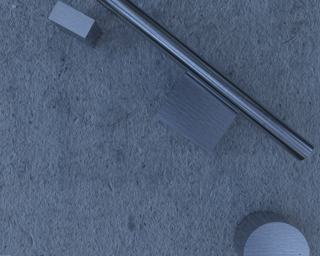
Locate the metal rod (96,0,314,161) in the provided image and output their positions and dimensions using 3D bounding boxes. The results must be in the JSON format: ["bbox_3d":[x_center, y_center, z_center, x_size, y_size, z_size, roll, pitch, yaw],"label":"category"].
[{"bbox_3d":[0.052,-0.064,0.360,0.300,0.025,0.025,38,90,-1],"label":"metal rod"}]

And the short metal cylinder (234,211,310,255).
[{"bbox_3d":[0.141,0.153,0.400,0.081,0.050,0.079,0,90,-1],"label":"short metal cylinder"}]

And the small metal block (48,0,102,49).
[{"bbox_3d":[-0.106,-0.131,0.396,0.050,0.050,0.025,29,90,-1],"label":"small metal block"}]

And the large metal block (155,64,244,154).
[{"bbox_3d":[0.050,-0.024,0.398,0.080,0.050,0.080,35,90,-1],"label":"large metal block"}]
